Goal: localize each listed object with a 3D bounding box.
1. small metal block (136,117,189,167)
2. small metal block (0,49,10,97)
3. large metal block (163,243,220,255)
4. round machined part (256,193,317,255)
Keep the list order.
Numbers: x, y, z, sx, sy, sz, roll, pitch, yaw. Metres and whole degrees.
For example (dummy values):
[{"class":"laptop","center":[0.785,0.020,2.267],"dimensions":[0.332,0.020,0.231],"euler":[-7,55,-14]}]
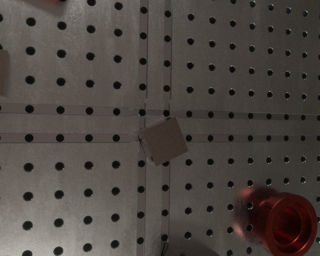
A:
[{"class":"small metal block","center":[0.004,0.017,0.415],"dimensions":[0.050,0.025,0.050],"euler":[-24,98,-19]},{"class":"small metal block","center":[-0.196,-0.062,0.340],"dimensions":[0.050,0.025,0.050],"euler":[5,88,-20]},{"class":"large metal block","center":[0.042,0.210,0.417],"dimensions":[0.081,0.050,0.080],"euler":[17,84,-20]},{"class":"round machined part","center":[0.188,0.147,0.475],"dimensions":[0.099,0.042,0.097],"euler":[0,90,-21]}]
